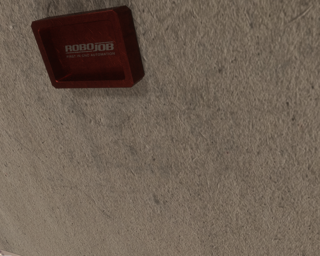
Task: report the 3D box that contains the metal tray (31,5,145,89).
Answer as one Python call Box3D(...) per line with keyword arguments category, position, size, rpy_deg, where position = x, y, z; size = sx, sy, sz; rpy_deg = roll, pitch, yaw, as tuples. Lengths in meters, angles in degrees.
Box3D(category="metal tray", position=(-0.091, -0.097, 0.389), size=(0.130, 0.030, 0.089), rpy_deg=(3, 120, 26))
